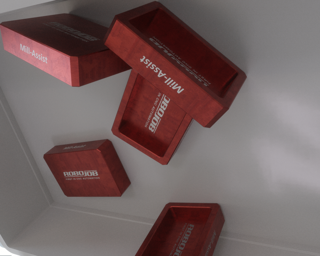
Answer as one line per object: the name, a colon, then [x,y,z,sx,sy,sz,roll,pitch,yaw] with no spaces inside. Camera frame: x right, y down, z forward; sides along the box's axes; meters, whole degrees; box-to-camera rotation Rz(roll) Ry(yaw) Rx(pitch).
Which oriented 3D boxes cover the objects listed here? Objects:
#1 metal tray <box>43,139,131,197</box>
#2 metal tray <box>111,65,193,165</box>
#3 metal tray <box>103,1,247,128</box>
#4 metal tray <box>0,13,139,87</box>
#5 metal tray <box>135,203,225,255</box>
metal tray: [-0.122,0.070,0.513,0.130,0.030,0.090,-8,115,31]
metal tray: [-0.003,-0.023,0.392,0.090,0.030,0.129,31,129,8]
metal tray: [0.020,-0.069,0.313,0.130,0.090,0.030,40,129,1]
metal tray: [-0.099,-0.092,0.341,0.130,0.091,0.030,28,129,29]
metal tray: [0.027,0.157,0.424,0.090,0.131,0.030,-7,115,31]
